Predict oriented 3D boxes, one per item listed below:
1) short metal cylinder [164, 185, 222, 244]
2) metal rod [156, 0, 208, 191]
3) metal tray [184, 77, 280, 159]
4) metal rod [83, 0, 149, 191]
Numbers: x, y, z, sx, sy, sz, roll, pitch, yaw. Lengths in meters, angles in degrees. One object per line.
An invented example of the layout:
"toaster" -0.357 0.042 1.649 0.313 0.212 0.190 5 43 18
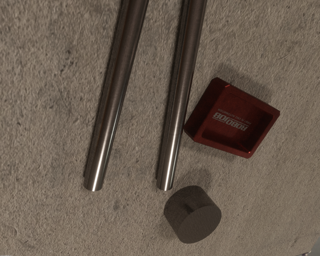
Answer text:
"short metal cylinder" 0.053 0.142 0.510 0.081 0.050 0.079 -14 125 -21
"metal rod" 0.026 -0.044 0.395 0.025 0.025 0.298 -7 122 -26
"metal tray" 0.109 -0.010 0.458 0.131 0.030 0.090 19 109 -36
"metal rod" -0.047 -0.056 0.347 0.025 0.025 0.298 3 117 -30
